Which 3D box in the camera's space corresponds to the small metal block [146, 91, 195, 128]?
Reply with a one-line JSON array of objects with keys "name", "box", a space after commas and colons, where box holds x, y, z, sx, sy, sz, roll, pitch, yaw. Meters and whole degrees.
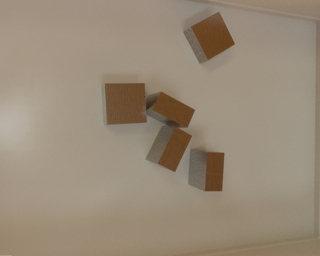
[{"name": "small metal block", "box": [0.009, -0.022, 0.400, 0.050, 0.050, 0.025, 26, 81, -18]}]

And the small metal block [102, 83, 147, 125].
[{"name": "small metal block", "box": [-0.046, -0.030, 0.393, 0.050, 0.025, 0.050, -3, 91, -20]}]

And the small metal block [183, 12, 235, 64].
[{"name": "small metal block", "box": [0.069, -0.127, 0.436, 0.050, 0.025, 0.050, -33, 101, -17]}]

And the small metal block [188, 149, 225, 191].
[{"name": "small metal block", "box": [0.062, 0.056, 0.420, 0.025, 0.050, 0.050, 4, 89, -20]}]

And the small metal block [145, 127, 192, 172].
[{"name": "small metal block", "box": [0.010, 0.026, 0.401, 0.025, 0.050, 0.050, 29, 81, -18]}]
